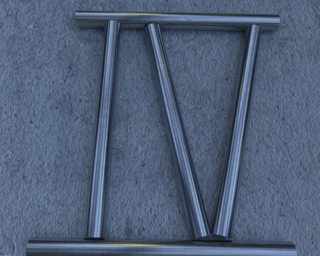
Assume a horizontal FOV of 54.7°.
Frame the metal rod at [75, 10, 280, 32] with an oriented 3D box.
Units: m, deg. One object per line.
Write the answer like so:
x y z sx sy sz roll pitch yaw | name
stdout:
0.026 -0.162 0.469 0.302 0.025 0.025 1 70 0 | metal rod

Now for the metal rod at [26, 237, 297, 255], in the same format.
0.002 0.141 0.357 0.302 0.025 0.025 1 70 0 | metal rod

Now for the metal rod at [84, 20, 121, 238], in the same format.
-0.073 -0.013 0.412 0.025 0.025 0.299 1 70 0 | metal rod

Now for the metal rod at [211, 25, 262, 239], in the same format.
0.106 -0.010 0.413 0.025 0.025 0.299 13 70 4 | metal rod

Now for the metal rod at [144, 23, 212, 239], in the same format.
0.018 -0.010 0.412 0.025 0.025 0.299 -11 70 -4 | metal rod
